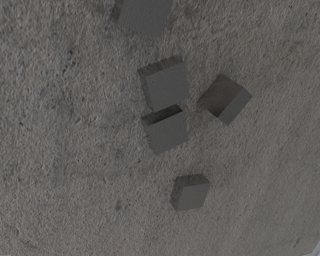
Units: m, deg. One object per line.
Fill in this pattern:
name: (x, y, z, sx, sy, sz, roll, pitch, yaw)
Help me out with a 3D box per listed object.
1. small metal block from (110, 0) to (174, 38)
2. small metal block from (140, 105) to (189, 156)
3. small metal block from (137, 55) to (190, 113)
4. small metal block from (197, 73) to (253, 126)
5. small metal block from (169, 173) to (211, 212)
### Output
small metal block: (-0.018, -0.126, 0.319, 0.050, 0.025, 0.050, 8, 115, -32)
small metal block: (0.007, 0.002, 0.412, 0.050, 0.025, 0.050, -24, 127, -14)
small metal block: (0.006, -0.054, 0.377, 0.050, 0.025, 0.050, -24, 127, -14)
small metal block: (0.086, -0.039, 0.413, 0.025, 0.050, 0.050, 32, 100, -38)
small metal block: (0.048, 0.103, 0.497, 0.050, 0.025, 0.050, -3, 120, -27)
